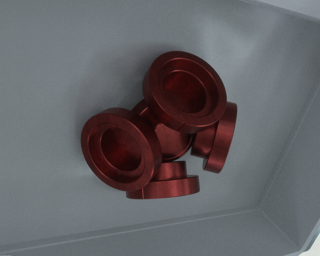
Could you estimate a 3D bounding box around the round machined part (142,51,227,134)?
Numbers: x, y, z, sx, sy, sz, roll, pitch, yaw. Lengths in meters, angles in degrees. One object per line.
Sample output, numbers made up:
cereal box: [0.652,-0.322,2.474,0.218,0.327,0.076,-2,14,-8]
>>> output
round machined part: [0.025,-0.038,0.363,0.099,0.098,0.042,-4,158,-27]

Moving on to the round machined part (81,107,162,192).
round machined part: [-0.041,0.022,0.364,0.042,0.098,0.097,-39,144,-54]

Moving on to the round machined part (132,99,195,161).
round machined part: [0.007,0.006,0.404,0.099,0.042,0.097,-14,125,-21]

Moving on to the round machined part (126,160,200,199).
round machined part: [0.002,0.067,0.416,0.099,0.098,0.042,-2,83,-28]

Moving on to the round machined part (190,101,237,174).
round machined part: [0.069,0.009,0.418,0.042,0.098,0.097,14,116,5]
